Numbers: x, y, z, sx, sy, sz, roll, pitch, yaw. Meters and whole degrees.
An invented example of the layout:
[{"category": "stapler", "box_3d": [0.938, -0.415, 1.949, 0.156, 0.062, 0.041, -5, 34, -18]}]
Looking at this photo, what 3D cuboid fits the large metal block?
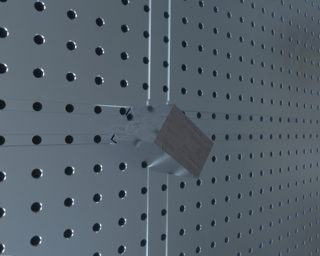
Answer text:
[{"category": "large metal block", "box_3d": [0.004, 0.016, 0.379, 0.080, 0.080, 0.050, 42, 65, -32]}]
